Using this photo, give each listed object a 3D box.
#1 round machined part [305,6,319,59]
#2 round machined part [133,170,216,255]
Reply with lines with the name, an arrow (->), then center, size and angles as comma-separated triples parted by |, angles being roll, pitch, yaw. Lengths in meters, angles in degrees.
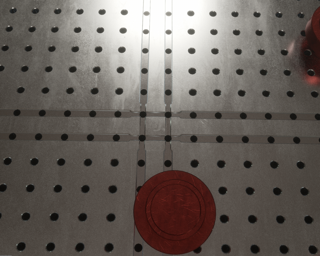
round machined part -> 0.263, -0.134, 0.455 | 0.099, 0.042, 0.098 | 0, 70, -1
round machined part -> 0.018, 0.098, 0.367 | 0.099, 0.042, 0.098 | 0, 70, -1
